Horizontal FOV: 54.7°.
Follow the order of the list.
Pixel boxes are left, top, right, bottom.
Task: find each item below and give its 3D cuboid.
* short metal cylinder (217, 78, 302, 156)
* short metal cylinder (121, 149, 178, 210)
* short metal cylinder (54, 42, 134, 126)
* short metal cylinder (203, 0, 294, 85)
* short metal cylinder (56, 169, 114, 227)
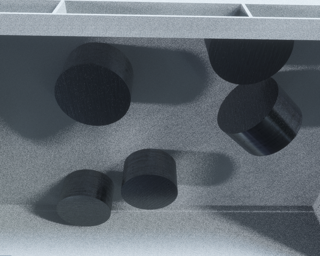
[{"bbox_3d":[0.115,-0.014,0.363,0.080,0.080,0.050,-37,121,27],"label":"short metal cylinder"},{"bbox_3d":[-0.015,0.076,0.458,0.081,0.050,0.079,0,130,0],"label":"short metal cylinder"},{"bbox_3d":[-0.072,-0.049,0.350,0.081,0.050,0.079,0,130,0],"label":"short metal cylinder"},{"bbox_3d":[0.087,-0.091,0.316,0.081,0.050,0.079,0,130,0],"label":"short metal cylinder"},{"bbox_3d":[-0.115,0.110,0.485,0.081,0.050,0.079,0,130,0],"label":"short metal cylinder"}]
